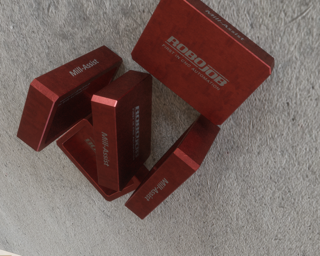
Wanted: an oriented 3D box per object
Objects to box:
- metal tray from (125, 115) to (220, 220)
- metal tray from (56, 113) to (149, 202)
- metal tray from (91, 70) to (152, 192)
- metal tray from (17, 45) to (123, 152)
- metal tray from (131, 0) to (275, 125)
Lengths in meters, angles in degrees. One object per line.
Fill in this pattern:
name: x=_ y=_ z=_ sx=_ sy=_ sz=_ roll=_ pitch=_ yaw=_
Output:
metal tray: x=0.014 y=0.049 z=0.388 sx=0.030 sy=0.090 sz=0.129 roll=40 pitch=129 yaw=1
metal tray: x=-0.089 y=0.046 z=0.478 sx=0.090 sy=0.030 sz=0.130 roll=-32 pitch=101 yaw=38
metal tray: x=-0.044 y=0.003 z=0.389 sx=0.030 sy=0.090 sz=0.129 roll=15 pitch=125 yaw=19
metal tray: x=-0.103 y=-0.039 z=0.369 sx=0.030 sy=0.131 sz=0.089 roll=37 pitch=129 yaw=3
metal tray: x=0.043 y=-0.075 z=0.335 sx=0.130 sy=0.030 sz=0.089 roll=39 pitch=129 yaw=1
